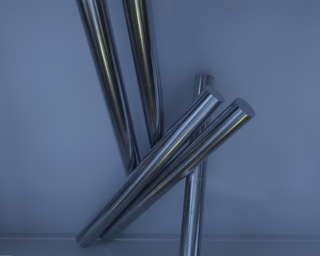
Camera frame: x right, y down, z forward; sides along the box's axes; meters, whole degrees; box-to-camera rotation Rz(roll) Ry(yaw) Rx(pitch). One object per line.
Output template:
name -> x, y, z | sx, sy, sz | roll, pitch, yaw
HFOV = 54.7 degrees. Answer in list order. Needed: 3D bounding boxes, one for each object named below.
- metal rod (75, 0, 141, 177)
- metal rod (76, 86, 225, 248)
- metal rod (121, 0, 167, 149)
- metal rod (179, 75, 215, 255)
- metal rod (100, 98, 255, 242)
metal rod -> -0.046, -0.021, 0.340 | 0.025, 0.025, 0.298 | -6, 134, 2
metal rod -> -0.028, 0.065, 0.390 | 0.025, 0.025, 0.299 | 34, 118, -12
metal rod -> -0.011, -0.042, 0.327 | 0.025, 0.025, 0.298 | -6, 137, 2
metal rod -> 0.042, 0.084, 0.375 | 0.025, 0.025, 0.298 | 6, 84, -2
metal rod -> 0.001, 0.071, 0.387 | 0.025, 0.025, 0.298 | 34, 125, -12
